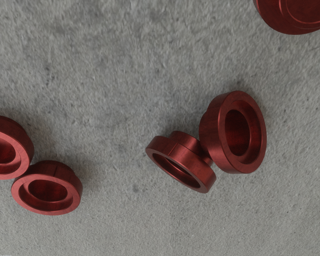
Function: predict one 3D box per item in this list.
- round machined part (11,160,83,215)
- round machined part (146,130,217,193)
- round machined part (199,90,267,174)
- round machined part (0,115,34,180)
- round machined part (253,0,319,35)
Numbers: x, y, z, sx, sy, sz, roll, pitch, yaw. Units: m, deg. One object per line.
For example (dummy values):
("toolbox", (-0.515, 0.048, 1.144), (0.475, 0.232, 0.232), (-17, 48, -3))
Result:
("round machined part", (-0.166, 0.086, 0.467), (0.099, 0.042, 0.097), (-1, 130, 0))
("round machined part", (0.032, 0.040, 0.408), (0.098, 0.042, 0.098), (33, 163, 12))
("round machined part", (0.085, 0.007, 0.375), (0.042, 0.098, 0.098), (-11, 137, 47))
("round machined part", (-0.218, 0.021, 0.411), (0.099, 0.042, 0.097), (-1, 130, 0))
("round machined part", (0.139, -0.132, 0.286), (0.099, 0.042, 0.097), (-1, 130, 0))
